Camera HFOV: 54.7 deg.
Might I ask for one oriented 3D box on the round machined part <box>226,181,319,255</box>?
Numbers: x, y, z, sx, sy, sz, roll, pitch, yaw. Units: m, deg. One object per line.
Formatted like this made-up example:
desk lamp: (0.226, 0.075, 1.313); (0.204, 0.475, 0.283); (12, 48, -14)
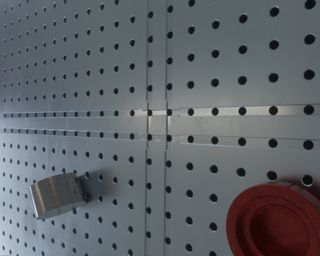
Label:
round machined part: (0.118, 0.100, 0.301); (0.098, 0.042, 0.097); (0, 90, 40)

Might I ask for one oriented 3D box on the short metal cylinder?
short metal cylinder: (-0.170, 0.113, 0.514); (0.080, 0.081, 0.050); (-34, 69, 35)
